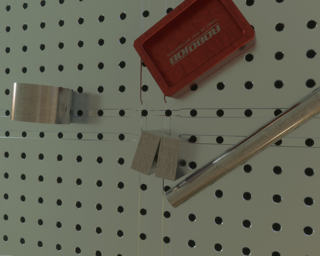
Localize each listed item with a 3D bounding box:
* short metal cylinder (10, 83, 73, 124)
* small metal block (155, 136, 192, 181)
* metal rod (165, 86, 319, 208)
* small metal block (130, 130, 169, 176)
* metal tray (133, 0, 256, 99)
[{"bbox_3d":[-0.167,-0.034,0.441,0.080,0.080,0.050,6,92,19],"label":"short metal cylinder"},{"bbox_3d":[0.018,0.036,0.392,0.025,0.050,0.050,10,93,19],"label":"small metal block"},{"bbox_3d":[0.130,0.006,0.366,0.300,0.025,0.025,-37,79,15],"label":"metal rod"},{"bbox_3d":[-0.009,0.030,0.402,0.025,0.050,0.050,20,97,18],"label":"small metal block"},{"bbox_3d":[0.042,-0.109,0.394,0.130,0.030,0.090,-34,79,16],"label":"metal tray"}]
